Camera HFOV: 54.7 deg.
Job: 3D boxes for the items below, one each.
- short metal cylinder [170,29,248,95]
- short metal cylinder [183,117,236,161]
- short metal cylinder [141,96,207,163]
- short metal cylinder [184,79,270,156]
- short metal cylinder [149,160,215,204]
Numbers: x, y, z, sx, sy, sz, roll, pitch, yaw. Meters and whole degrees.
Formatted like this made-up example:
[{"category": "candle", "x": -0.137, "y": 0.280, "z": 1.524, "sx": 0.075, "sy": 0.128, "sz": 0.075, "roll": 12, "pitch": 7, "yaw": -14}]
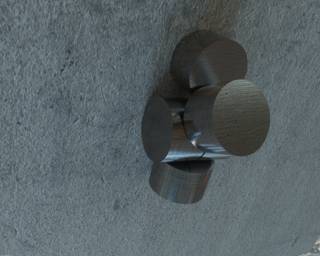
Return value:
[{"category": "short metal cylinder", "x": 0.059, "y": -0.075, "z": 0.381, "sx": 0.081, "sy": 0.050, "sz": 0.079, "roll": -14, "pitch": 125, "yaw": -21}, {"category": "short metal cylinder", "x": 0.063, "y": 0.003, "z": 0.410, "sx": 0.050, "sy": 0.080, "sz": 0.079, "roll": 1, "pitch": 118, "yaw": -28}, {"category": "short metal cylinder", "x": 0.017, "y": 0.002, "z": 0.385, "sx": 0.050, "sy": 0.080, "sz": 0.079, "roll": 1, "pitch": 118, "yaw": -29}, {"category": "short metal cylinder", "x": 0.074, "y": -0.010, "z": 0.342, "sx": 0.081, "sy": 0.050, "sz": 0.079, "roll": 0, "pitch": 90, "yaw": -29}, {"category": "short metal cylinder", "x": 0.029, "y": 0.059, "z": 0.427, "sx": 0.081, "sy": 0.080, "sz": 0.050, "roll": 0, "pitch": 118, "yaw": -29}]
